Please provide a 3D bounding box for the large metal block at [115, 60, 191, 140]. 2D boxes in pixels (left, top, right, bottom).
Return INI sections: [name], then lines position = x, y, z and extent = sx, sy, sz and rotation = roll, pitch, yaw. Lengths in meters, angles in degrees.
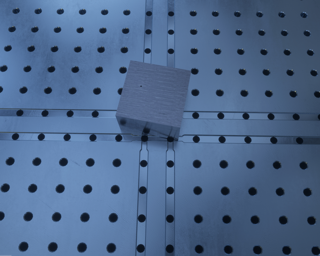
[large metal block]
position = -0.007, -0.036, 0.412
extent = 0.080, 0.050, 0.080
rotation = 11, 70, 4
